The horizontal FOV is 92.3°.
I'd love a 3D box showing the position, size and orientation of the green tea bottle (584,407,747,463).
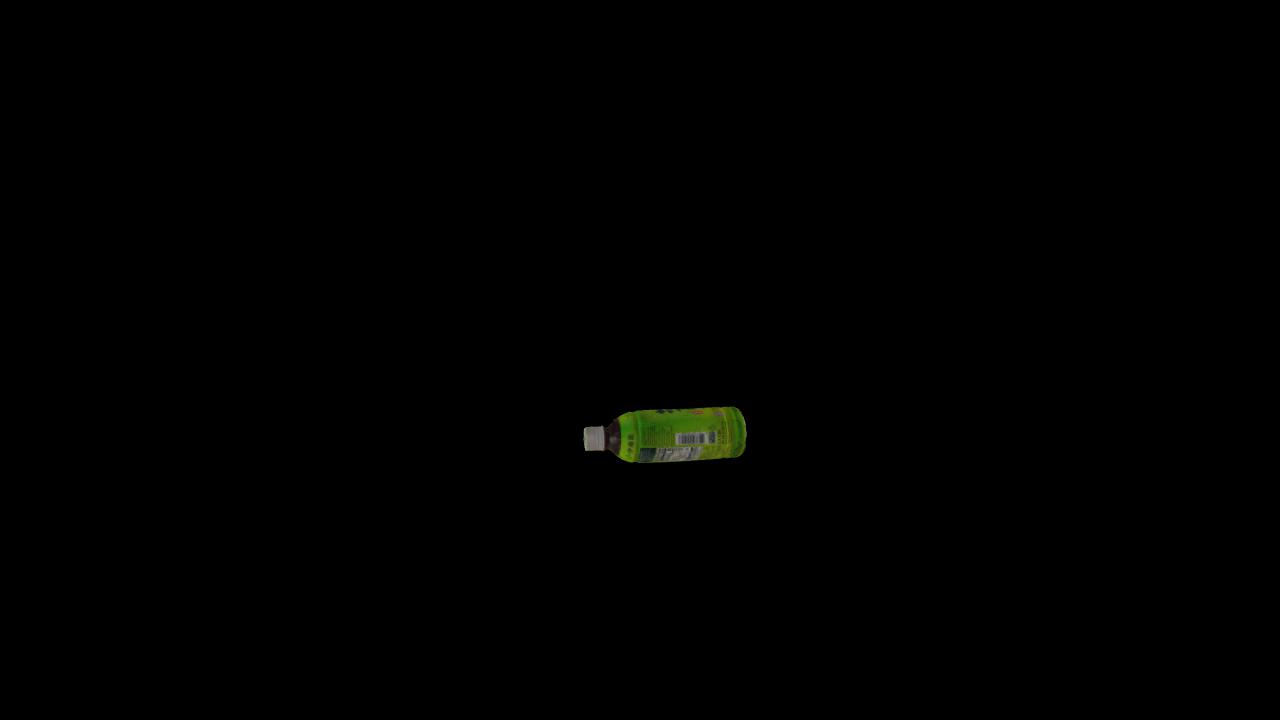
[{"bbox_3d":[0.032,0.100,0.813,0.212,0.073,0.073,-1,0,-13],"label":"green tea bottle"}]
